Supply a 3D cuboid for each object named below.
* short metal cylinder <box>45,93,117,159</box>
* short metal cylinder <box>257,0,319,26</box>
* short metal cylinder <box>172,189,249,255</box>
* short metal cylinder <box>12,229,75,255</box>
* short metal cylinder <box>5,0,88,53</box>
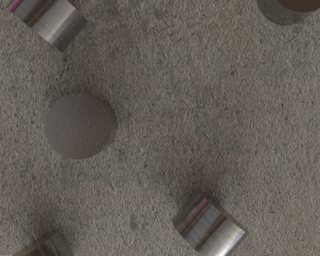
[{"bbox_3d":[-0.098,-0.002,0.397,0.081,0.050,0.080,0,90,0],"label":"short metal cylinder"},{"bbox_3d":[0.172,-0.179,0.398,0.081,0.050,0.080,0,90,0],"label":"short metal cylinder"},{"bbox_3d":[0.061,0.121,0.383,0.080,0.080,0.050,40,90,0],"label":"short metal cylinder"},{"bbox_3d":[-0.149,0.170,0.381,0.080,0.080,0.050,-30,90,0],"label":"short metal cylinder"},{"bbox_3d":[-0.138,-0.139,0.381,0.080,0.080,0.050,39,90,0],"label":"short metal cylinder"}]
